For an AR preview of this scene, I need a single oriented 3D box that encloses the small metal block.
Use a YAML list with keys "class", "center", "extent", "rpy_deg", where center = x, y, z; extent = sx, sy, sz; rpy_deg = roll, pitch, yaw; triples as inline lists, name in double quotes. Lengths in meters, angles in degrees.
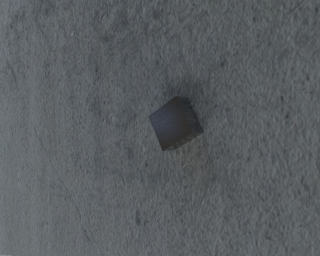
- class: "small metal block"
  center: [0.019, -0.005, 0.387]
  extent: [0.050, 0.025, 0.050]
  rpy_deg: [-34, 69, 34]
